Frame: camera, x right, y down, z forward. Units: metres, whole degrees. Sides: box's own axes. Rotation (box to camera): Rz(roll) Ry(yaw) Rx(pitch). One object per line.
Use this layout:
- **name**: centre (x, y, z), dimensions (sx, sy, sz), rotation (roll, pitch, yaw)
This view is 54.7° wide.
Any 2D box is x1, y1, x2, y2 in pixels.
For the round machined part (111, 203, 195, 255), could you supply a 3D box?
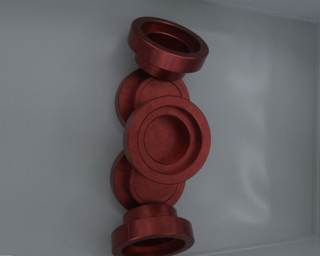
- **round machined part**: centre (-0.010, 0.126, 0.378), dimensions (0.099, 0.097, 0.042), rotation (7, 50, -20)

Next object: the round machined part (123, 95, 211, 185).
- **round machined part**: centre (0.005, 0.013, 0.357), dimensions (0.099, 0.042, 0.097), rotation (0, 90, -21)

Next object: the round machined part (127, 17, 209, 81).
- **round machined part**: centre (0.007, -0.095, 0.384), dimensions (0.099, 0.098, 0.042), rotation (8, 130, -20)

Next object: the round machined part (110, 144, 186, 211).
- **round machined part**: centre (-0.011, 0.065, 0.396), dimensions (0.099, 0.042, 0.097), rotation (0, 90, -21)

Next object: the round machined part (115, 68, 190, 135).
- **round machined part**: centre (-0.005, -0.032, 0.398), dimensions (0.099, 0.042, 0.097), rotation (0, 90, -21)
